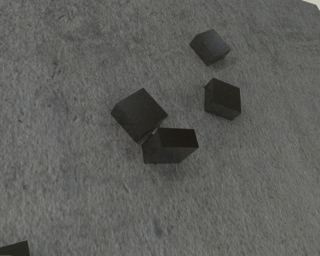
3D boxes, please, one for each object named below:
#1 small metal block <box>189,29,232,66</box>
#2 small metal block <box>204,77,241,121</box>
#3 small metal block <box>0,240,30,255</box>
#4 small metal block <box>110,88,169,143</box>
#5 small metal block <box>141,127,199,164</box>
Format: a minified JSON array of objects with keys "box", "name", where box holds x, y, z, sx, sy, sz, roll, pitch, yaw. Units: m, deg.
[{"box":[0.088,-0.141,0.539,0.050,0.025,0.050,-31,79,-38],"name":"small metal block"},{"box":[0.098,-0.045,0.486,0.050,0.025,0.050,18,54,-18],"name":"small metal block"},{"box":[-0.133,0.127,0.255,0.050,0.025,0.050,-7,65,-31],"name":"small metal block"},{"box":[-0.026,-0.017,0.402,0.050,0.025,0.050,48,51,5],"name":"small metal block"},{"box":[0.011,0.023,0.381,0.050,0.050,0.025,3,61,-27],"name":"small metal block"}]
